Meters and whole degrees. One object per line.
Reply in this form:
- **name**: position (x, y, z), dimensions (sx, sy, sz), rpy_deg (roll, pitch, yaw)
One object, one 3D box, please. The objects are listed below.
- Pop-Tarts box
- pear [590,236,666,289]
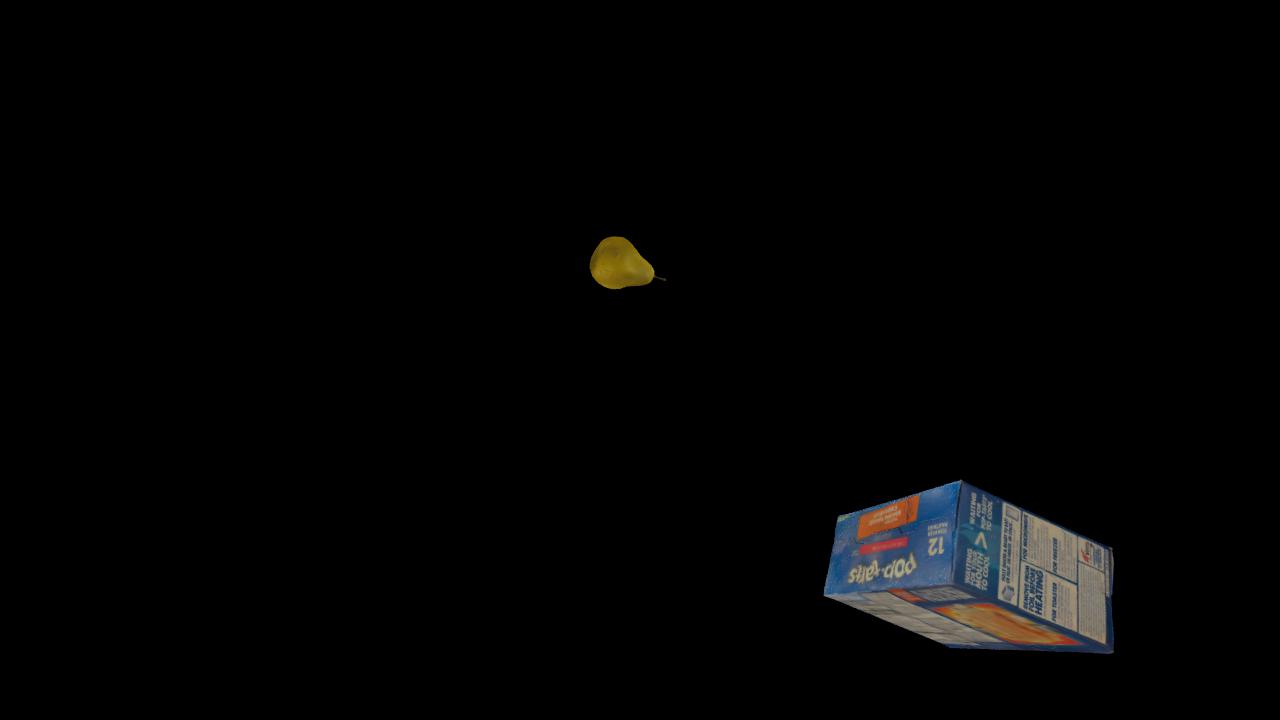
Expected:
- **Pop-Tarts box**: position (0.266, 0.180, 0.520), dimensions (0.141, 0.083, 0.167), rpy_deg (23, -28, -6)
- **pear**: position (-0.017, -0.137, 0.922), dimensions (0.111, 0.080, 0.080), rpy_deg (22, -7, -18)
